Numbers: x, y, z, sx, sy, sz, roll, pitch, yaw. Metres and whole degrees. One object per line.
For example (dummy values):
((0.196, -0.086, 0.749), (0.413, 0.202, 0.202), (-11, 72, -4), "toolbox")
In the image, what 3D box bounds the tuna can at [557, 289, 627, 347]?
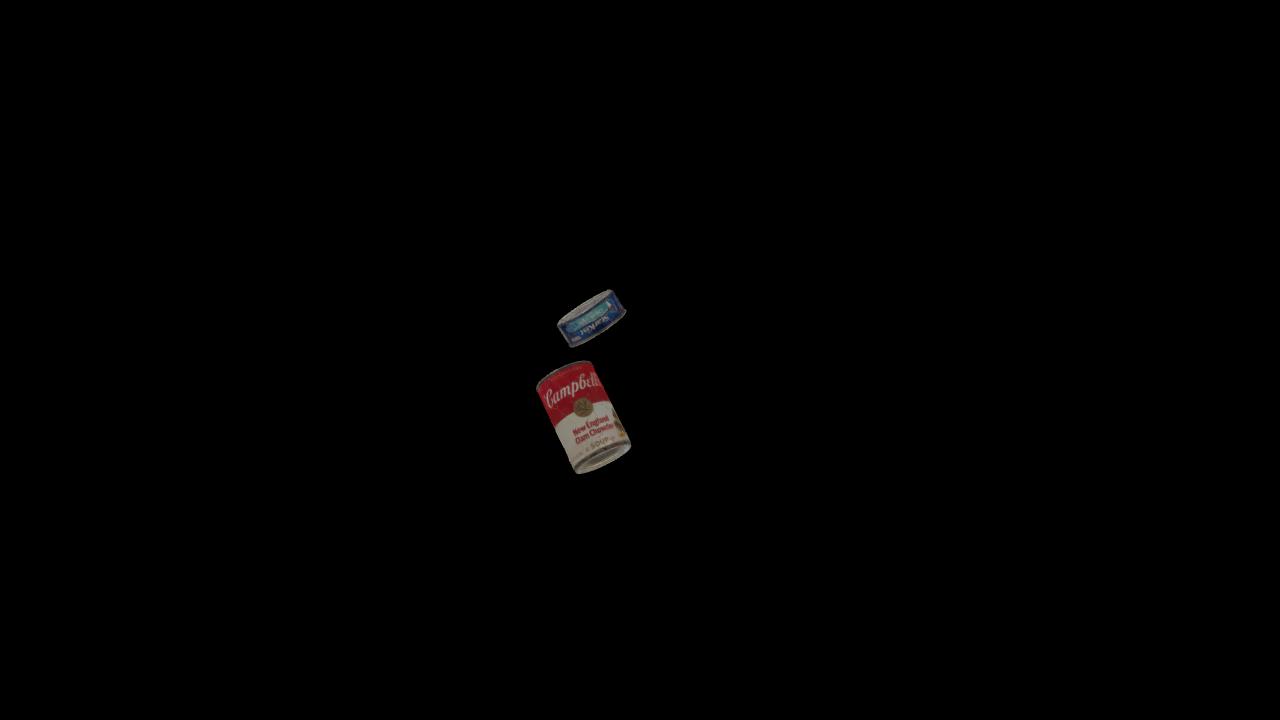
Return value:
((-0.060, -0.052, 0.761), (0.084, 0.034, 0.084), (-30, 14, 8), "tuna can")

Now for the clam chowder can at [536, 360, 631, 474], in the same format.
((-0.060, 0.061, 0.654), (0.068, 0.102, 0.068), (-25, -18, -9), "clam chowder can")
